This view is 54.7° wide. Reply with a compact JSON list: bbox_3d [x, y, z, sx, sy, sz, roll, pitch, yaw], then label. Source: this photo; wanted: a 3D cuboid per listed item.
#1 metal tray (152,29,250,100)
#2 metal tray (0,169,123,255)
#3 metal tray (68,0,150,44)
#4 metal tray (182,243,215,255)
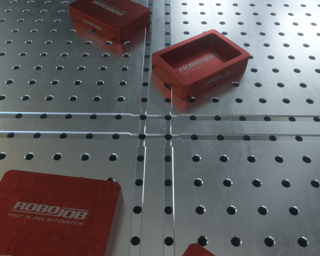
[{"bbox_3d":[0.064,-0.105,0.493,0.131,0.030,0.090,-28,56,-22],"label":"metal tray"},{"bbox_3d":[-0.112,0.095,0.323,0.131,0.030,0.090,6,50,4],"label":"metal tray"},{"bbox_3d":[-0.094,-0.214,0.583,0.130,0.030,0.090,32,57,23],"label":"metal tray"},{"bbox_3d":[0.057,0.173,0.259,0.130,0.030,0.090,29,56,22],"label":"metal tray"}]
